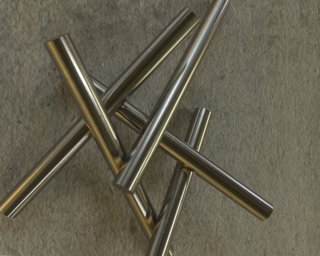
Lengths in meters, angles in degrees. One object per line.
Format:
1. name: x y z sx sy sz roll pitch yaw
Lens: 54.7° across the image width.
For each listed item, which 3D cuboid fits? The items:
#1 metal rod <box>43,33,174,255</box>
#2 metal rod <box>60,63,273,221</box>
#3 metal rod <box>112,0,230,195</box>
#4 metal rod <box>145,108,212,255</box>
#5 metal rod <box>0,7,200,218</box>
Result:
1. metal rod: -0.044 0.042 0.348 0.025 0.025 0.299 -31 117 -17
2. metal rod: 0.011 0.018 0.378 0.301 0.025 0.025 36 78 -3
3. metal rod: 0.025 -0.058 0.381 0.025 0.025 0.300 36 64 -17
4. metal rod: 0.011 0.108 0.377 0.025 0.025 0.300 28 67 -18
5. metal rod: -0.068 -0.017 0.347 0.025 0.025 0.300 43 90 -15
